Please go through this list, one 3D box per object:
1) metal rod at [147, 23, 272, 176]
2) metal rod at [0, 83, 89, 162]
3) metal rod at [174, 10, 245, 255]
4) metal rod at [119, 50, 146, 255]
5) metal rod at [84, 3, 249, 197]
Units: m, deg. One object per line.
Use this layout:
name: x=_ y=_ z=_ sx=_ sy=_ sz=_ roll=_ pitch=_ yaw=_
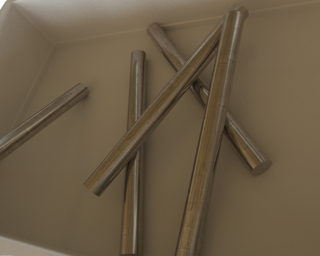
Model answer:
metal rod: x=0.048 y=-0.060 z=0.417 sx=0.025 sy=0.025 sz=0.300 roll=-34 pitch=51 yaw=6
metal rod: x=-0.204 y=0.021 z=0.417 sx=0.025 sy=0.025 sz=0.301 roll=9 pitch=40 yaw=32
metal rod: x=0.058 y=0.003 z=0.344 sx=0.025 sy=0.025 sz=0.299 roll=5 pitch=73 yaw=30
metal rod: x=-0.033 y=0.011 z=0.415 sx=0.025 sy=0.025 sz=0.299 roll=-14 pitch=56 yaw=20
metal rod: x=0.013 y=-0.041 z=0.390 sx=0.025 sy=0.025 sz=0.300 roll=33 pitch=80 yaw=38
